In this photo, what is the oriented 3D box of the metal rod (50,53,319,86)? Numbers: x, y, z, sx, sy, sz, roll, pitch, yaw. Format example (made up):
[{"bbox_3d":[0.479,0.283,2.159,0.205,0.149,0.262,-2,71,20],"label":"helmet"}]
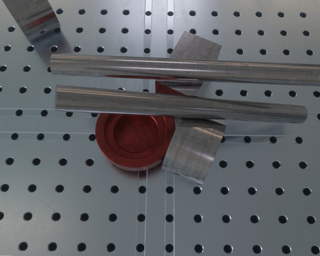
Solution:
[{"bbox_3d":[0.030,-0.066,0.350,0.302,0.025,0.025,3,70,1],"label":"metal rod"}]

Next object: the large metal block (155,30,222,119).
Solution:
[{"bbox_3d":[0.035,-0.064,0.406,0.050,0.080,0.080,25,72,9],"label":"large metal block"}]

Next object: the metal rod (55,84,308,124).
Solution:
[{"bbox_3d":[0.043,-0.023,0.345,0.302,0.025,0.025,2,69,-23],"label":"metal rod"}]

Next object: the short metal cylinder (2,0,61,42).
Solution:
[{"bbox_3d":[-0.187,-0.171,0.444,0.050,0.080,0.080,-32,73,-11],"label":"short metal cylinder"}]

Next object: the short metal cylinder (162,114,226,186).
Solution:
[{"bbox_3d":[0.041,0.022,0.374,0.050,0.080,0.080,22,72,8],"label":"short metal cylinder"}]

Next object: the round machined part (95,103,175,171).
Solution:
[{"bbox_3d":[-0.030,0.008,0.400,0.099,0.042,0.098,0,70,0],"label":"round machined part"}]
